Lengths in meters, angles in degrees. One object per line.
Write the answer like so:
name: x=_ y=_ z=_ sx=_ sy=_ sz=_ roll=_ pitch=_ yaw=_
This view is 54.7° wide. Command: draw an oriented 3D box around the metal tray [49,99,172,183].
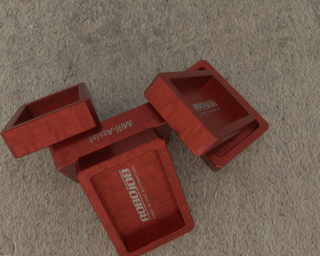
metal tray: x=-0.052 y=0.019 z=0.367 sx=0.131 sy=0.090 sz=0.030 roll=-23 pitch=72 yaw=-9

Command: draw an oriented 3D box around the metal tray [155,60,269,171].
metal tray: x=0.066 y=-0.019 z=0.414 sx=0.090 sy=0.030 sz=0.130 roll=-37 pitch=74 yaw=-13

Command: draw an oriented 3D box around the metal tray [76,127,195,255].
metal tray: x=-0.023 y=0.074 z=0.335 sx=0.091 sy=0.030 sz=0.129 roll=-23 pitch=117 yaw=-8

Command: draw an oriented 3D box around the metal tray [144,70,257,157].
metal tray: x=0.053 y=-0.025 z=0.360 sx=0.090 sy=0.030 sz=0.131 roll=50 pitch=33 yaw=15

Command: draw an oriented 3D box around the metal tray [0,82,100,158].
metal tray: x=-0.123 y=-0.016 z=0.363 sx=0.091 sy=0.130 sz=0.030 roll=-23 pitch=111 yaw=-9
